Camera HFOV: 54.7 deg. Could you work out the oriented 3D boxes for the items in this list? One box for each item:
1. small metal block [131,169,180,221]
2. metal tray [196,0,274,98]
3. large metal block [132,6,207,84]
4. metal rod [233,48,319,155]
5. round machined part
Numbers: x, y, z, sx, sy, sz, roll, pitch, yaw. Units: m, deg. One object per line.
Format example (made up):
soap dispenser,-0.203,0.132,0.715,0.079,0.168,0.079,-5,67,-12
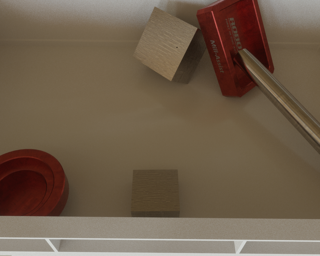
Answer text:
small metal block,-0.005,0.074,0.343,0.050,0.025,0.050,0,50,-1
metal tray,0.111,-0.120,0.441,0.091,0.129,0.030,-35,25,-27
large metal block,0.018,-0.122,0.463,0.080,0.080,0.050,37,21,26
metal rod,0.189,0.009,0.373,0.025,0.025,0.299,-24,62,-19
round machined part,-0.147,0.074,0.330,0.099,0.042,0.098,0,50,0
